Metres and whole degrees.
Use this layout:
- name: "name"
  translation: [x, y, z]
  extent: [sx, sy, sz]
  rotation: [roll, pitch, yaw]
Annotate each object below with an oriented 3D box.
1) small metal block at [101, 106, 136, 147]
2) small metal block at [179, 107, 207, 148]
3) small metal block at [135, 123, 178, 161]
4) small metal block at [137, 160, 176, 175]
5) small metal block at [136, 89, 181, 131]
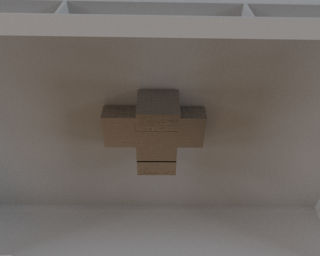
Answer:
- name: "small metal block"
  translation: [-0.048, -0.001, 0.405]
  extent: [0.050, 0.025, 0.050]
  rotation: [0, 130, -1]
- name: "small metal block"
  translation: [0.032, -0.001, 0.406]
  extent: [0.050, 0.025, 0.050]
  rotation: [0, 130, -1]
- name: "small metal block"
  translation: [-0.004, 0.015, 0.385]
  extent: [0.050, 0.025, 0.050]
  rotation: [0, 130, -1]
- name: "small metal block"
  translation: [-0.004, 0.037, 0.420]
  extent: [0.050, 0.050, 0.025]
  rotation: [0, 130, -1]
- name: "small metal block"
  translation: [-0.002, -0.022, 0.371]
  extent: [0.050, 0.050, 0.025]
  rotation: [0, 130, -1]
